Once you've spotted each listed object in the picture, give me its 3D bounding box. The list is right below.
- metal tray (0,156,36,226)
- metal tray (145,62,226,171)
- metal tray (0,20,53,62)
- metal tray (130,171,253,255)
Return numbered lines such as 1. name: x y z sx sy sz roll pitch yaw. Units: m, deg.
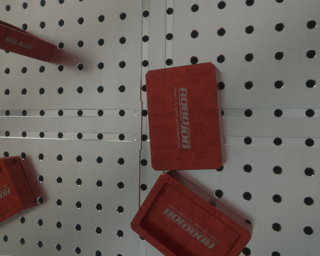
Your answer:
1. metal tray: -0.273 0.114 0.503 0.130 0.030 0.090 -30 81 17
2. metal tray: 0.032 -0.012 0.398 0.090 0.030 0.129 -4 89 19
3. metal tray: -0.230 -0.135 0.436 0.090 0.130 0.030 27 99 17
4. metal tray: 0.038 0.126 0.395 0.130 0.030 0.090 33 100 16
